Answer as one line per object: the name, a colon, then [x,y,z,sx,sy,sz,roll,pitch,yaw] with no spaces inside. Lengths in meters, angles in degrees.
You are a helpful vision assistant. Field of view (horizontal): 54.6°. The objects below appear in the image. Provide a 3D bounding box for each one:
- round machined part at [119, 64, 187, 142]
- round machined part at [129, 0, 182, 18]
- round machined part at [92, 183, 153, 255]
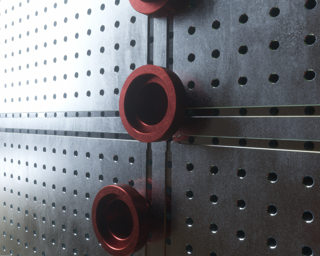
round machined part: [-0.005,-0.031,0.403,0.098,0.042,0.097,0,90,40]
round machined part: [-0.011,-0.200,0.408,0.098,0.042,0.097,0,90,40]
round machined part: [-0.050,0.127,0.441,0.098,0.042,0.097,0,90,40]
